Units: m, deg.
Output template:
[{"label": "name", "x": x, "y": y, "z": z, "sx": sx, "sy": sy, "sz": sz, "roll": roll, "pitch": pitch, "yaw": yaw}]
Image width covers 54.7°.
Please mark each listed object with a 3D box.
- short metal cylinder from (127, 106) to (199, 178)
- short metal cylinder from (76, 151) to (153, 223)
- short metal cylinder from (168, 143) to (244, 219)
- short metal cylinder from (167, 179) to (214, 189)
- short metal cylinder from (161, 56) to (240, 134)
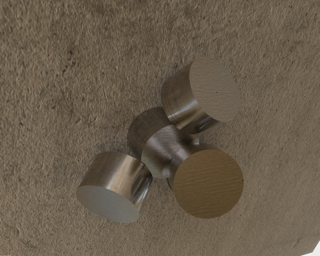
[{"label": "short metal cylinder", "x": 0.003, "y": 0.018, "z": 0.405, "sx": 0.081, "sy": 0.050, "sz": 0.079, "roll": -14, "pitch": 124, "yaw": -21}, {"label": "short metal cylinder", "x": -0.055, "y": 0.074, "z": 0.381, "sx": 0.080, "sy": 0.050, "sz": 0.080, "roll": 12, "pitch": 139, "yaw": 11}, {"label": "short metal cylinder", "x": 0.052, "y": 0.061, "z": 0.372, "sx": 0.081, "sy": 0.050, "sz": 0.079, "roll": -1, "pitch": 96, "yaw": -6}, {"label": "short metal cylinder", "x": 0.057, "y": 0.069, "z": 0.446, "sx": 0.080, "sy": 0.080, "sz": 0.050, "roll": -46, "pitch": 129, "yaw": 4}, {"label": "short metal cylinder", "x": 0.048, "y": -0.038, "z": 0.368, "sx": 0.081, "sy": 0.080, "sz": 0.050, "roll": 14, "pitch": 154, "yaw": -34}]
